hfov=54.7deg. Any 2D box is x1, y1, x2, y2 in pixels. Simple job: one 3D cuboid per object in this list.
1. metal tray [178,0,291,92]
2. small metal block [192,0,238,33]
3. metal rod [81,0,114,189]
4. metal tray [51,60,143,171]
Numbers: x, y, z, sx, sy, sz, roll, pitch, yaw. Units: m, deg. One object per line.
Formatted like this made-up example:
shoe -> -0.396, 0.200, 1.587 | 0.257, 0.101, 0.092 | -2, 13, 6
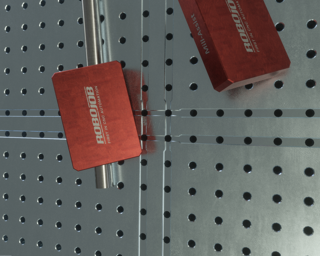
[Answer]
metal tray -> 0.083, -0.114, 0.352 | 0.091, 0.030, 0.129 | -17, 82, -23
small metal block -> 0.063, -0.133, 0.375 | 0.025, 0.050, 0.050 | -16, 83, -23
metal rod -> -0.091, -0.065, 0.443 | 0.025, 0.025, 0.298 | -5, 88, 19
metal tray -> -0.082, -0.016, 0.414 | 0.091, 0.030, 0.129 | -13, 89, -7
